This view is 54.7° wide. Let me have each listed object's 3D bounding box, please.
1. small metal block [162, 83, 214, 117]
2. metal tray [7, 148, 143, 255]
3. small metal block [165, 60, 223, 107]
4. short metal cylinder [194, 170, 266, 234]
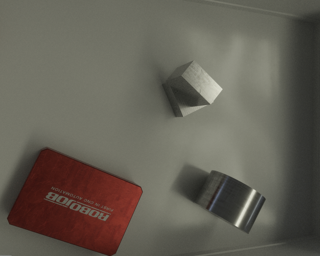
[{"bbox_3d":[0.038,-0.048,0.426,0.050,0.025,0.050,-26,99,-18],"label":"small metal block"},{"bbox_3d":[-0.098,0.088,0.373,0.131,0.030,0.090,26,81,-19],"label":"metal tray"},{"bbox_3d":[0.041,-0.054,0.387,0.050,0.050,0.025,42,77,-16],"label":"small metal block"},{"bbox_3d":[0.093,0.099,0.417,0.080,0.080,0.050,34,79,-17],"label":"short metal cylinder"}]
